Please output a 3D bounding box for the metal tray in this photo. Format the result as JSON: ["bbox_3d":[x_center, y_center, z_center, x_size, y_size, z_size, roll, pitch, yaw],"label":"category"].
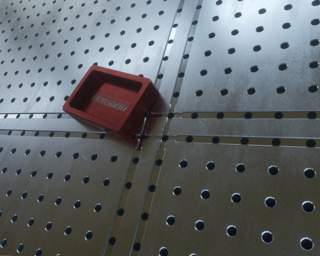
[{"bbox_3d":[-0.077,-0.042,0.468,0.130,0.030,0.090,20,72,35],"label":"metal tray"}]
